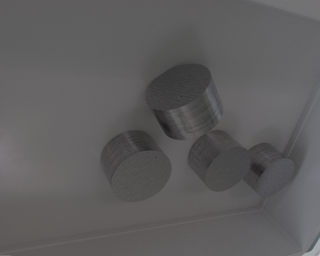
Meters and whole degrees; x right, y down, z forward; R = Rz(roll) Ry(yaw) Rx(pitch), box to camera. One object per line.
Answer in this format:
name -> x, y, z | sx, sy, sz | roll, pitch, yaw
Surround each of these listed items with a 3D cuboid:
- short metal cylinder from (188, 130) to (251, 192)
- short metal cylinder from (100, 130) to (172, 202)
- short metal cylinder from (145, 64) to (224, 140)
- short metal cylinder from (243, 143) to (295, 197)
short metal cylinder -> 0.090, 0.050, 0.472 | 0.081, 0.050, 0.079 | -14, 124, -21
short metal cylinder -> -0.032, 0.050, 0.406 | 0.081, 0.050, 0.079 | -14, 124, -21
short metal cylinder -> 0.029, -0.032, 0.369 | 0.080, 0.080, 0.050 | -35, 129, -5
short metal cylinder -> 0.183, 0.072, 0.537 | 0.081, 0.050, 0.079 | -14, 124, -21
